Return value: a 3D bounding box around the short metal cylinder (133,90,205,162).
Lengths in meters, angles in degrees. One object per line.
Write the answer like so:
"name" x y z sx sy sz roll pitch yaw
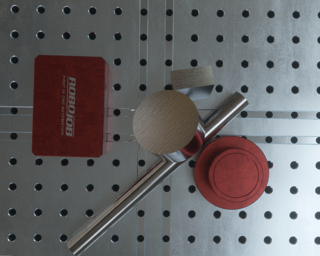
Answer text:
"short metal cylinder" 0.013 -0.001 0.387 0.080 0.050 0.080 -5 72 15

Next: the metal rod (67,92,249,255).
"metal rod" -0.002 0.060 0.413 0.300 0.025 0.025 -42 91 -1

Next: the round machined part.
"round machined part" 0.095 0.059 0.406 0.099 0.042 0.097 0 90 -1

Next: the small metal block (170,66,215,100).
"small metal block" 0.040 -0.055 0.399 0.050 0.050 0.025 -8 77 -1

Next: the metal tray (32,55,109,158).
"metal tray" -0.117 -0.028 0.409 0.091 0.030 0.129 2 90 -1
